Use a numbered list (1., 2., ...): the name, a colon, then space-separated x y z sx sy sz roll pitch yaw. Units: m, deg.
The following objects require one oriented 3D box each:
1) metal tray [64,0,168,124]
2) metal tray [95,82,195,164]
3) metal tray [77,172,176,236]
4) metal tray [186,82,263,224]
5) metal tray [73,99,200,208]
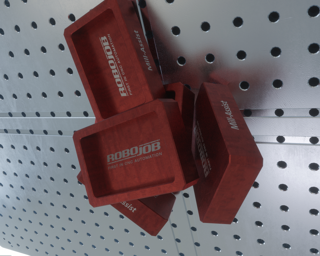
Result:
1. metal tray: -0.054 -0.073 0.367 0.090 0.030 0.129 -19 92 34
2. metal tray: -0.024 -0.001 0.382 0.130 0.090 0.030 -5 160 32
3. metal tray: -0.043 0.086 0.443 0.130 0.090 0.030 36 102 4
4. metal tray: 0.058 0.022 0.327 0.030 0.130 0.089 7 127 -10
5. metal tray: -0.031 0.030 0.335 0.130 0.030 0.090 -19 84 32
